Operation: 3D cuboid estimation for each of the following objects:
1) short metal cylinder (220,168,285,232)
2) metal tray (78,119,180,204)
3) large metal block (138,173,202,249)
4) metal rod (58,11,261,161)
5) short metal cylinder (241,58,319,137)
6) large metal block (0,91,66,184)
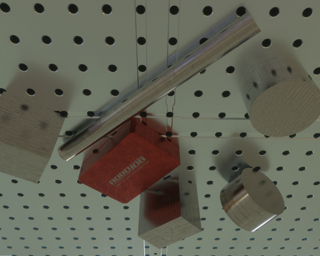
[{"bbox_3d":[0.139,0.107,0.468,0.080,0.080,0.050,24,126,-19],"label":"short metal cylinder"},{"bbox_3d":[-0.045,0.054,0.454,0.090,0.030,0.130,34,122,-26],"label":"metal tray"},{"bbox_3d":[0.014,0.130,0.486,0.080,0.080,0.050,-32,123,24],"label":"large metal block"},{"bbox_3d":[-0.019,-0.037,0.379,0.299,0.025,0.025,-32,123,24],"label":"metal rod"},{"bbox_3d":[0.142,-0.035,0.366,0.081,0.050,0.079,0,130,0],"label":"short metal cylinder"},{"bbox_3d":[-0.173,0.011,0.383,0.080,0.080,0.050,24,126,-19],"label":"large metal block"}]
